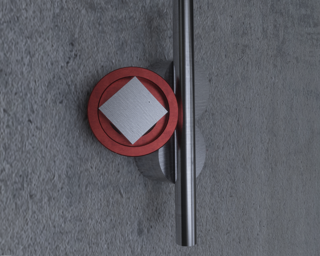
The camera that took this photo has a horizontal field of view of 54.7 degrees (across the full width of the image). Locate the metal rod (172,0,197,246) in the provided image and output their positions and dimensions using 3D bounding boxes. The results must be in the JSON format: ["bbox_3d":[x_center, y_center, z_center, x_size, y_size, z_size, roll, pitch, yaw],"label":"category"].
[{"bbox_3d":[0.029,-0.014,0.366,0.025,0.025,0.298,-1,91,-40],"label":"metal rod"}]

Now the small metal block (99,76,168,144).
[{"bbox_3d":[-0.029,-0.018,0.329,0.050,0.025,0.050,-44,96,-10],"label":"small metal block"}]

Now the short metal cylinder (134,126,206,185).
[{"bbox_3d":[0.013,0.031,0.400,0.081,0.050,0.080,1,89,-40],"label":"short metal cylinder"}]

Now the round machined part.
[{"bbox_3d":[-0.031,-0.017,0.352,0.099,0.042,0.097,0,88,-11],"label":"round machined part"}]

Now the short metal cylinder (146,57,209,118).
[{"bbox_3d":[0.019,-0.050,0.406,0.081,0.050,0.079,0,90,-40],"label":"short metal cylinder"}]
